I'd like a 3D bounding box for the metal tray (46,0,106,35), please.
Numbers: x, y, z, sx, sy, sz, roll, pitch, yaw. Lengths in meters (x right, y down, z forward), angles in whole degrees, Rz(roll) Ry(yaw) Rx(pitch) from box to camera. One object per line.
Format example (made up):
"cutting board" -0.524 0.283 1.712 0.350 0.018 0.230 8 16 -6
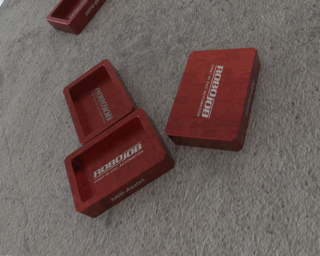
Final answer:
"metal tray" -0.167 -0.259 0.647 0.090 0.030 0.130 24 74 36

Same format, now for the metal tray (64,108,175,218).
"metal tray" -0.056 0.044 0.402 0.130 0.030 0.090 -33 51 6

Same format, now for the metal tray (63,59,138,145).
"metal tray" -0.091 -0.038 0.471 0.090 0.030 0.130 -34 51 5

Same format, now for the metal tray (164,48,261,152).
"metal tray" 0.068 -0.039 0.389 0.090 0.030 0.130 5 64 30
